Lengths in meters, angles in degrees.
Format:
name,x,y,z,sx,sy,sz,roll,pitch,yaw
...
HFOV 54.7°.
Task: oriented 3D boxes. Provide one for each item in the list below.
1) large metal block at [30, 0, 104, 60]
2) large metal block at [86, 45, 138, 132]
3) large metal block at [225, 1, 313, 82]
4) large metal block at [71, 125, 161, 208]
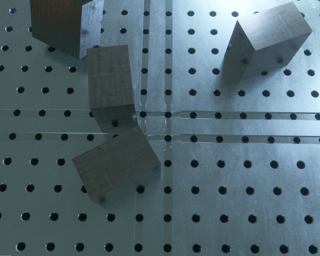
name,x,y,z,sx,sy,sz,roll,pitch,yaw
large metal block,-0.129,-0.155,0.430,0.080,0.079,0.050,27,44,9
large metal block,-0.059,-0.048,0.399,0.050,0.080,0.080,-7,70,-3
large metal block,0.144,-0.116,0.427,0.080,0.080,0.050,-20,72,-8
large metal block,-0.046,0.049,0.364,0.080,0.080,0.050,-27,73,-10
